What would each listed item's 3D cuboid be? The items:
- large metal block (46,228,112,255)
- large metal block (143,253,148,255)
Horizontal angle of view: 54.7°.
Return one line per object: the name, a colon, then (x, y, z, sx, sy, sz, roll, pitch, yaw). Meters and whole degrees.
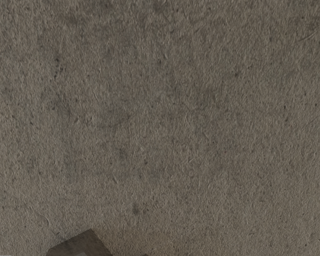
large metal block: (-0.122, 0.215, 0.474, 0.080, 0.050, 0.080, -28, 108, 10)
large metal block: (-0.028, 0.263, 0.493, 0.080, 0.050, 0.080, -37, 106, 12)
